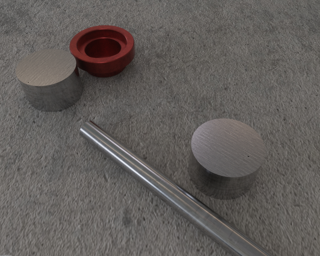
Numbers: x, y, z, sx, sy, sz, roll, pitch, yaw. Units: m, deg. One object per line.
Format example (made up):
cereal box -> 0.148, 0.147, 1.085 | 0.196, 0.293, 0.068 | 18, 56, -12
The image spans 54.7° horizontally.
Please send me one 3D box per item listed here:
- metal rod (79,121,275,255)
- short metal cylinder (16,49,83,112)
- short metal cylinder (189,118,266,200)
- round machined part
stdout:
metal rod -> 0.020, 0.077, 0.338 | 0.300, 0.025, 0.025 | 34, 58, 25
short metal cylinder -> -0.156, -0.069, 0.443 | 0.081, 0.050, 0.080 | 0, 50, 0
short metal cylinder -> 0.074, 0.035, 0.358 | 0.081, 0.050, 0.080 | 0, 50, 0
round machined part -> -0.089, -0.117, 0.490 | 0.099, 0.042, 0.098 | 0, 50, 0
